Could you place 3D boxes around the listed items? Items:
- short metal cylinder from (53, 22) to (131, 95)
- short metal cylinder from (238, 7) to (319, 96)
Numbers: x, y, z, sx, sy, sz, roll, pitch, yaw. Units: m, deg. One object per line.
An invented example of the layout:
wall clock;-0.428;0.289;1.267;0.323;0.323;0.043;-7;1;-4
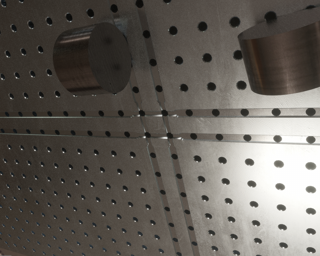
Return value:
short metal cylinder;-0.077;-0.079;0.366;0.050;0.080;0.080;-1;118;28
short metal cylinder;0.115;-0.068;0.273;0.080;0.080;0.050;-7;115;31
